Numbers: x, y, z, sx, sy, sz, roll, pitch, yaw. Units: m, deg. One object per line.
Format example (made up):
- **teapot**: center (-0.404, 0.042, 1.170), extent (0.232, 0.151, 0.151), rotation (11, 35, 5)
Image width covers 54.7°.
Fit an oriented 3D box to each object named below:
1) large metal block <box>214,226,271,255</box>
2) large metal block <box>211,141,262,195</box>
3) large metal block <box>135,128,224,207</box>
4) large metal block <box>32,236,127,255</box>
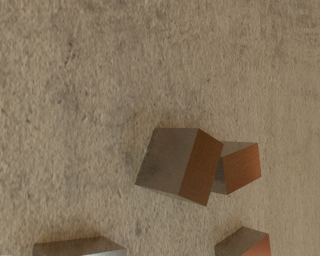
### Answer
- **large metal block**: center (0.139, 0.221, 0.509), extent (0.081, 0.050, 0.079), rotation (-15, 100, -39)
- **large metal block**: center (0.085, 0.053, 0.443), extent (0.081, 0.080, 0.050), rotation (-14, 100, -39)
- **large metal block**: center (0.024, 0.046, 0.391), extent (0.050, 0.080, 0.080), rotation (30, 71, -36)
- **large metal block**: center (-0.086, 0.163, 0.318), extent (0.081, 0.050, 0.080), rotation (9, 84, -40)
